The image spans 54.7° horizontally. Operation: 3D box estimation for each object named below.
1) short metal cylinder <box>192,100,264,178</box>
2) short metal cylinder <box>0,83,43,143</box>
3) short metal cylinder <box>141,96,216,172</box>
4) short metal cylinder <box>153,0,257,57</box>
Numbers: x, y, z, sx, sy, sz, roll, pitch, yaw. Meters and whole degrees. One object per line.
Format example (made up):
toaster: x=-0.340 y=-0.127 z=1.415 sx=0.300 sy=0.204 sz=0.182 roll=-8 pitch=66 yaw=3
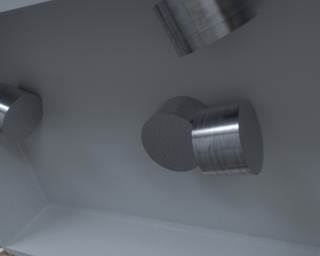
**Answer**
short metal cylinder: x=0.076 y=0.013 z=0.341 sx=0.050 sy=0.080 sz=0.080 roll=-10 pitch=113 yaw=32
short metal cylinder: x=-0.230 y=-0.023 z=0.477 sx=0.050 sy=0.080 sz=0.079 roll=23 pitch=127 yaw=14
short metal cylinder: x=0.024 y=0.007 z=0.383 sx=0.080 sy=0.050 sz=0.079 roll=13 pitch=124 yaw=20
short metal cylinder: x=0.041 y=-0.107 z=0.285 sx=0.080 sy=0.080 sz=0.050 roll=-20 pitch=108 yaw=35
